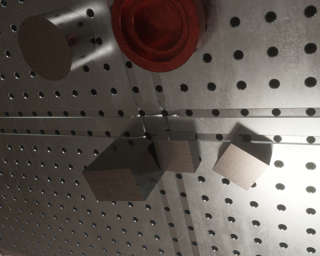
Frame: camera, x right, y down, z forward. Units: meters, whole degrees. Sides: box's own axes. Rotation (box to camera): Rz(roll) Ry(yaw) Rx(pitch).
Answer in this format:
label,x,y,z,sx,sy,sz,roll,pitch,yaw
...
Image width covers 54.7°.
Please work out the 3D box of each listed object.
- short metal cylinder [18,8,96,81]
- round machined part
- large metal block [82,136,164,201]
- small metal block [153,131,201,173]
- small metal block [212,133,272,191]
label,x,y,z,sx,sy,sz,roll,pitch,yaw
short metal cylinder,-0.130,-0.107,0.396,0.080,0.050,0.079,13,124,20
round machined part,0.001,-0.113,0.329,0.098,0.042,0.097,13,124,20
large metal block,-0.045,0.056,0.433,0.080,0.080,0.050,-8,114,31
small metal block,0.023,0.032,0.417,0.050,0.025,0.050,0,119,27
small metal block,0.101,0.042,0.384,0.050,0.025,0.050,31,128,7
